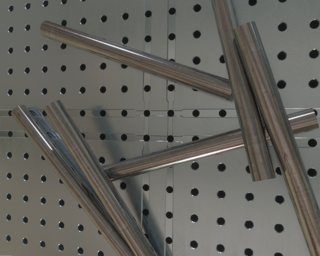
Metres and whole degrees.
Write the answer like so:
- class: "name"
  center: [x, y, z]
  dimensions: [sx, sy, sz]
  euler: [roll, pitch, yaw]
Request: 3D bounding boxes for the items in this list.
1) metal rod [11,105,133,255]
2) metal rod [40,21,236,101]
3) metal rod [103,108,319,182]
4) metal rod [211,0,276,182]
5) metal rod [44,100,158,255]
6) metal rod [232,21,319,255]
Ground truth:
- class: "metal rod"
  center: [-0.127, 0.080, 0.458]
  dimensions: [0.025, 0.025, 0.300]
  euler: [-45, 76, 14]
- class: "metal rod"
  center: [-0.042, -0.098, 0.427]
  dimensions: [0.301, 0.025, 0.025]
  euler: [22, 97, 18]
- class: "metal rod"
  center: [0.039, 0.031, 0.398]
  dimensions: [0.300, 0.025, 0.025]
  euler: [-17, 84, 19]
- class: "metal rod"
  center: [0.087, -0.088, 0.365]
  dimensions: [0.025, 0.025, 0.299]
  euler: [-14, 79, 19]
- class: "metal rod"
  center: [-0.065, 0.095, 0.413]
  dimensions: [0.025, 0.025, 0.299]
  euler: [-33, 88, 17]
- class: "metal rod"
  center: [0.141, 0.031, 0.340]
  dimensions: [0.025, 0.025, 0.299]
  euler: [-19, 92, 19]
